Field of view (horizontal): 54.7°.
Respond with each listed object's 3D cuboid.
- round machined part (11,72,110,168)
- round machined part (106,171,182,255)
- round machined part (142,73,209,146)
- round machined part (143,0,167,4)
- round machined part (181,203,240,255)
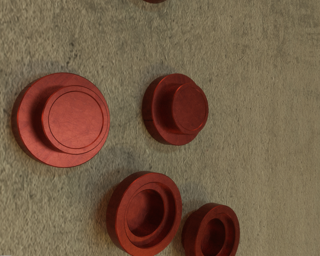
[{"bbox_3d":[-0.093,-0.008,0.315,0.099,0.042,0.097,0,90,-40],"label":"round machined part"},{"bbox_3d":[-0.023,0.101,0.375,0.099,0.042,0.097,0,90,-40],"label":"round machined part"},{"bbox_3d":[0.027,-0.025,0.416,0.099,0.042,0.097,0,90,-40],"label":"round machined part"},{"bbox_3d":[-0.003,-0.213,0.391,0.099,0.042,0.097,0,90,-40],"label":"round machined part"},{"bbox_3d":[0.070,0.158,0.453,0.099,0.042,0.097,0,90,-40],"label":"round machined part"}]
